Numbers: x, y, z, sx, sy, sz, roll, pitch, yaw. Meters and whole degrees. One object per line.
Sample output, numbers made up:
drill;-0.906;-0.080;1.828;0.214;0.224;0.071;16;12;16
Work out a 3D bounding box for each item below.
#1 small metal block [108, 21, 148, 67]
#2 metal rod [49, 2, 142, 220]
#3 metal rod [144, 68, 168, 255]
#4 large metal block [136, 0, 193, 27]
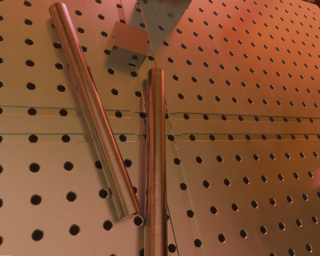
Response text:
small metal block;-0.046;-0.125;0.459;0.050;0.025;0.050;13;56;-21
metal rod;-0.087;-0.035;0.382;0.025;0.025;0.299;-10;67;-33
metal rod;-0.005;0.049;0.375;0.025;0.025;0.299;13;56;-21
large metal block;0.019;-0.235;0.526;0.080;0.080;0.050;32;52;-8
